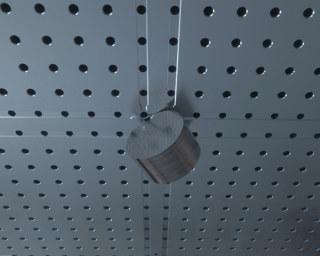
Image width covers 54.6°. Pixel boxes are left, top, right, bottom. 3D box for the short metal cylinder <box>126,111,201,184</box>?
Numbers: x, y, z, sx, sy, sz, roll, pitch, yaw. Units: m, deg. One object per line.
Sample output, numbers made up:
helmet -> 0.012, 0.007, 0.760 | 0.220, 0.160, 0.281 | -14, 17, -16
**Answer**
short metal cylinder -> 0.004, 0.024, 0.394 | 0.080, 0.080, 0.050 | -22, 126, 18
